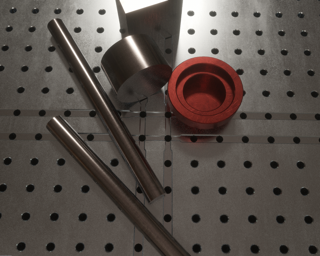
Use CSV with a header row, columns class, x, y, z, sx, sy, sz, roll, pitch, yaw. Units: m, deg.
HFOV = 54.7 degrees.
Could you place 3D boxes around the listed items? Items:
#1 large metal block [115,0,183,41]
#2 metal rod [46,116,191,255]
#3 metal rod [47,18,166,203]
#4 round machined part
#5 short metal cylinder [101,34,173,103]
class,x,y,z,sx,sy,sz,roll,pitch,yaw
large metal block,-0.016,-0.168,0.444,0.080,0.080,0.050,-21,72,-8
metal rod,-0.036,0.094,0.376,0.025,0.025,0.300,-42,76,-14
metal rod,-0.080,-0.035,0.423,0.025,0.025,0.299,-29,73,-10
round machined part,0.059,-0.044,0.420,0.099,0.042,0.098,0,70,-1
short metal cylinder,-0.031,-0.077,0.410,0.080,0.080,0.050,-26,73,-9
